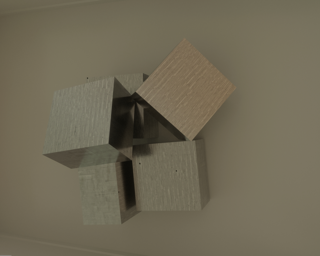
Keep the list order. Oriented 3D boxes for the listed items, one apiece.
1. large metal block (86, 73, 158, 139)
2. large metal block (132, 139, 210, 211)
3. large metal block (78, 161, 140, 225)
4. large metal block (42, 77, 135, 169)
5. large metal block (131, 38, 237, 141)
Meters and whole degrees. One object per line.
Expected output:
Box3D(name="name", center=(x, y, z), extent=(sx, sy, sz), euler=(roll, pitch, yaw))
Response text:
Box3D(name="large metal block", center=(-0.050, -0.027, 0.412), extent=(0.080, 0.050, 0.079), euler=(-1, 90, 19))
Box3D(name="large metal block", center=(0.014, 0.057, 0.388), extent=(0.080, 0.050, 0.080), euler=(-6, 88, 19))
Box3D(name="large metal block", center=(-0.058, 0.073, 0.399), extent=(0.050, 0.080, 0.080), euler=(-7, 88, 19))
Box3D(name="large metal block", center=(-0.078, -0.004, 0.353), extent=(0.080, 0.050, 0.080), euler=(-10, 61, 19))
Box3D(name="large metal block", center=(0.025, -0.042, 0.359), extent=(0.080, 0.050, 0.080), euler=(42, 82, -9))
